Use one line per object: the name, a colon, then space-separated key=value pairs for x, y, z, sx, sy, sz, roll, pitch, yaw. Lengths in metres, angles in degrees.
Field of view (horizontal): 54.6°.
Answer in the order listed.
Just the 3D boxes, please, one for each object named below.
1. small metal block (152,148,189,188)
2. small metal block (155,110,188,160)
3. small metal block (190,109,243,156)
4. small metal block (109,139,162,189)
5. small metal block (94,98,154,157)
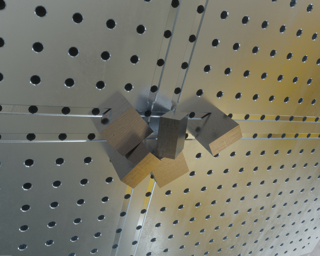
small metal block: x=0.009 y=0.051 z=0.447 sx=0.050 sy=0.025 sz=0.050 roll=-29 pitch=129 yaw=-10
small metal block: x=0.016 y=0.007 z=0.400 sx=0.025 sy=0.050 sz=0.050 roll=11 pitch=105 yaw=15
small metal block: x=0.080 y=0.005 z=0.441 sx=0.050 sy=0.050 sz=0.025 roll=-32 pitch=129 yaw=-8
small metal block: x=-0.033 y=0.041 z=0.401 sx=0.050 sy=0.050 sz=0.025 roll=-44 pitch=129 yaw=4
small metal block: x=-0.045 y=-0.001 z=0.386 sx=0.050 sy=0.025 sz=0.050 roll=-40 pitch=129 yaw=-1
